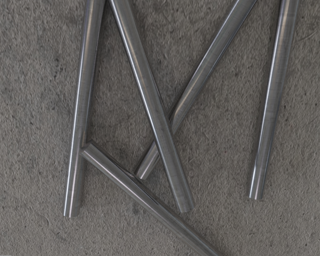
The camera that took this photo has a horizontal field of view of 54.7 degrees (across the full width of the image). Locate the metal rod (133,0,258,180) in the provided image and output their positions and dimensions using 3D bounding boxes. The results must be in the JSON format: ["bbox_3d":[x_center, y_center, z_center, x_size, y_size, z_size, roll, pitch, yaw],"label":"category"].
[{"bbox_3d":[0.046,-0.058,0.388,0.025,0.025,0.298,27,108,-10],"label":"metal rod"}]

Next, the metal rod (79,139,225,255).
[{"bbox_3d":[0.006,0.124,0.444,0.025,0.025,0.300,-41,109,13],"label":"metal rod"}]

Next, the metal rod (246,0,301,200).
[{"bbox_3d":[0.143,-0.044,0.394,0.025,0.025,0.298,2,110,-1],"label":"metal rod"}]

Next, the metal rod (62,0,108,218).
[{"bbox_3d":[-0.101,-0.014,0.403,0.025,0.025,0.298,11,110,-4],"label":"metal rod"}]

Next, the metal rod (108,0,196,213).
[{"bbox_3d":[-0.010,-0.035,0.376,0.025,0.025,0.298,-17,102,6],"label":"metal rod"}]
